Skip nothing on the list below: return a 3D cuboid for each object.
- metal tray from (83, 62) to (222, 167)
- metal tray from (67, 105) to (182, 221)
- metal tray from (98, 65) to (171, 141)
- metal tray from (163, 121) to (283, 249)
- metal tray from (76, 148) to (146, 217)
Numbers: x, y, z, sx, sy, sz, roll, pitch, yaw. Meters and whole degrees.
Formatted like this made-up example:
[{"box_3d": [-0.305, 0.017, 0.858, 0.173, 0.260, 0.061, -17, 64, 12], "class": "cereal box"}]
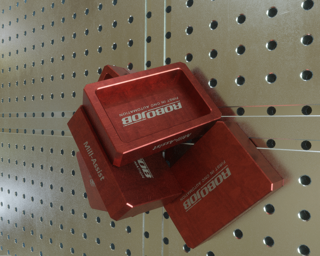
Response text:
[{"box_3d": [-0.008, -0.021, 0.346, 0.090, 0.131, 0.030, 59, 151, 23], "class": "metal tray"}, {"box_3d": [-0.040, 0.033, 0.358, 0.030, 0.091, 0.130, -46, 63, 30], "class": "metal tray"}, {"box_3d": [-0.049, -0.020, 0.444, 0.130, 0.030, 0.089, 43, 116, 31], "class": "metal tray"}, {"box_3d": [0.059, 0.065, 0.355, 0.129, 0.030, 0.090, -48, 62, 29], "class": "metal tray"}, {"box_3d": [-0.068, 0.069, 0.429, 0.130, 0.030, 0.089, -12, 93, 54], "class": "metal tray"}]
